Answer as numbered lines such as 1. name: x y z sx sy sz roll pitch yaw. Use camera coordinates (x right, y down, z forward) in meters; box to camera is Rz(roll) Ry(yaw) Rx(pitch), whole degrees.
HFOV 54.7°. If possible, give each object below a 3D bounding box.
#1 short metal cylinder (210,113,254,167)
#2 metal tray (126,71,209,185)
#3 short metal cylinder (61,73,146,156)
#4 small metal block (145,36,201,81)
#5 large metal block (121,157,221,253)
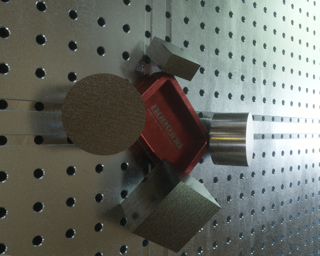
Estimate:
1. short metal cylinder: 0.109 0.017 0.464 0.080 0.050 0.079 0 90 -66
2. metal tray: 0.010 0.001 0.413 0.090 0.030 0.130 -49 119 -29
3. short metal cylinder: -0.059 -0.013 0.324 0.081 0.050 0.079 0 91 -15
4. small metal block: 0.017 -0.090 0.403 0.050 0.050 0.025 11 121 -39
5. large metal block: 0.013 0.096 0.382 0.080 0.050 0.080 -48 124 6
